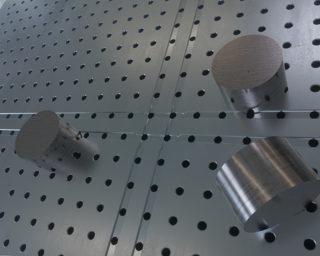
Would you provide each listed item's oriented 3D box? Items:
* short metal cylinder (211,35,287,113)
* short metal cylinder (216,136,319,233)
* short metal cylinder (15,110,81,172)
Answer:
[{"bbox_3d":[0.109,-0.065,0.375,0.080,0.050,0.080,-13,56,21],"label":"short metal cylinder"},{"bbox_3d":[0.100,0.053,0.288,0.080,0.080,0.050,-33,52,6],"label":"short metal cylinder"},{"bbox_3d":[-0.168,0.020,0.468,0.080,0.050,0.080,-13,56,21],"label":"short metal cylinder"}]
